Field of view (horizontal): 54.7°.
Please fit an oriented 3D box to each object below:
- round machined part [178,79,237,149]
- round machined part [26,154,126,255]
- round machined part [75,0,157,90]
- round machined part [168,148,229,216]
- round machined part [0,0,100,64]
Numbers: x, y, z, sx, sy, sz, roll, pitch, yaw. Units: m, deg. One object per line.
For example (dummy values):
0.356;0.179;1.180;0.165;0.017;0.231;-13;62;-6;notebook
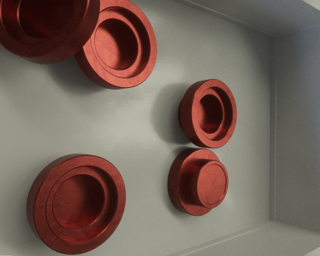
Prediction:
0.065;-0.020;0.450;0.099;0.042;0.097;0;90;-40;round machined part
-0.088;0.075;0.322;0.099;0.042;0.097;0;90;-40;round machined part
-0.054;-0.092;0.349;0.099;0.042;0.097;0;91;-41;round machined part
0.062;0.078;0.447;0.099;0.042;0.097;0;90;-40;round machined part
-0.100;-0.106;0.287;0.042;0.098;0.097;26;70;-74;round machined part
